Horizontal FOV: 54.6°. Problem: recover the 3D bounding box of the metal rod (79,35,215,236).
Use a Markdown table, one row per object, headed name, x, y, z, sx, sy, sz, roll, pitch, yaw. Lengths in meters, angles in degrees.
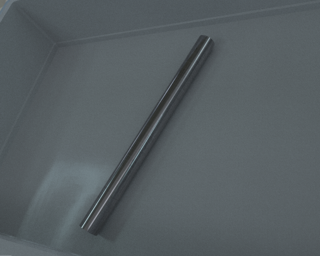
| name | x | y | z | sx | sy | sz | roll | pitch | yaw |
| --- | --- | --- | --- | --- | --- | --- | --- | --- | --- |
| metal rod | -0.010 | -0.001 | 0.409 | 0.025 | 0.025 | 0.300 | 22 | 73 | 36 |
